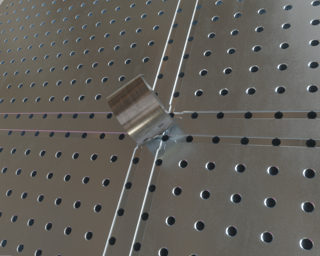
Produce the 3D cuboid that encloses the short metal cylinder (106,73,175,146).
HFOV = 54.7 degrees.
[{"bbox_3d":[-0.024,-0.023,0.397,0.050,0.080,0.080,-35,52,5],"label":"short metal cylinder"}]
